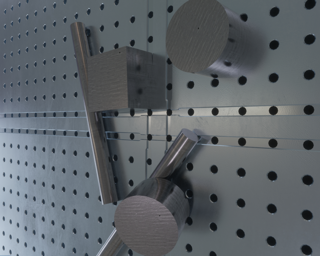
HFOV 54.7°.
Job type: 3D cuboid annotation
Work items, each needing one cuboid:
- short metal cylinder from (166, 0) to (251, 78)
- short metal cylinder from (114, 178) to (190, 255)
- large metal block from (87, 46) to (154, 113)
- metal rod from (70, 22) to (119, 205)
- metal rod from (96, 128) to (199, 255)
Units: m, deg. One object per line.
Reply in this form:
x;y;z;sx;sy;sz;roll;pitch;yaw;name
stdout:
0.053;-0.099;0.349;0.080;0.050;0.079;0;90;40;short metal cylinder
-0.009;0.108;0.382;0.080;0.050;0.079;6;107;19;short metal cylinder
-0.057;-0.064;0.440;0.080;0.050;0.080;-3;88;40;large metal block
-0.107;-0.029;0.498;0.025;0.025;0.299;-21;77;38;metal rod
-0.036;0.123;0.439;0.025;0.025;0.298;47;118;29;metal rod
